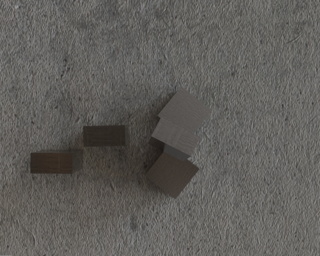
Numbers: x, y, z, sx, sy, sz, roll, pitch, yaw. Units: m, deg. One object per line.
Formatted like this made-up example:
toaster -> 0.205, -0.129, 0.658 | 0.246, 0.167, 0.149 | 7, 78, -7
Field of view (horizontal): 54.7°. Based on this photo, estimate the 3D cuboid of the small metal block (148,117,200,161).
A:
small metal block -> 0.015, 0.015, 0.374 | 0.050, 0.050, 0.025 | 27, 75, -1

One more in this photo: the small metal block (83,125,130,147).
small metal block -> -0.067, 0.009, 0.397 | 0.050, 0.050, 0.025 | -2, 90, 0

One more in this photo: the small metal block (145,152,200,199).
small metal block -> 0.016, 0.057, 0.410 | 0.050, 0.025, 0.050 | 38, 90, 0

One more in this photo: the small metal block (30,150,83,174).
small metal block -> -0.130, 0.042, 0.396 | 0.050, 0.050, 0.025 | 0, 90, 0

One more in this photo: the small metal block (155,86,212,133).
small metal block -> 0.030, -0.017, 0.406 | 0.050, 0.025, 0.050 | 39, 79, 0
